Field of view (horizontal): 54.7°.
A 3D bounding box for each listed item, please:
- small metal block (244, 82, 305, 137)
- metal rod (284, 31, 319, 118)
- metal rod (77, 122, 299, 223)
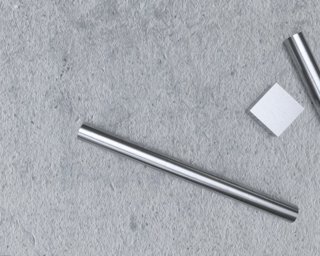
[{"bbox_3d":[0.151,-0.024,0.411,0.050,0.025,0.050,43,90,0],"label":"small metal block"},{"bbox_3d":[0.241,0.013,0.411,0.025,0.025,0.299,-25,90,0],"label":"metal rod"},{"bbox_3d":[0.037,0.059,0.410,0.301,0.025,0.025,22,90,0],"label":"metal rod"}]
